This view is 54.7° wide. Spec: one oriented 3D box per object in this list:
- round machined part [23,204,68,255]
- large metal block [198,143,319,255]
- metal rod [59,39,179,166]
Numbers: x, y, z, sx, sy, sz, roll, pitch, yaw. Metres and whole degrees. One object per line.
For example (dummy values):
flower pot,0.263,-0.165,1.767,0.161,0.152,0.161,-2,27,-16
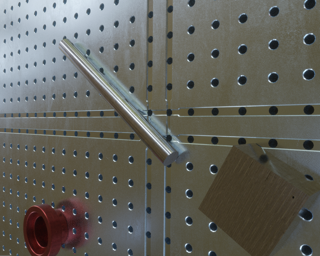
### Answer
round machined part,-0.207,0.188,0.569,0.098,0.042,0.097,0,90,40
large metal block,0.099,0.071,0.312,0.080,0.050,0.079,37,113,33
metal rod,-0.076,-0.054,0.472,0.300,0.025,0.025,46,117,30
